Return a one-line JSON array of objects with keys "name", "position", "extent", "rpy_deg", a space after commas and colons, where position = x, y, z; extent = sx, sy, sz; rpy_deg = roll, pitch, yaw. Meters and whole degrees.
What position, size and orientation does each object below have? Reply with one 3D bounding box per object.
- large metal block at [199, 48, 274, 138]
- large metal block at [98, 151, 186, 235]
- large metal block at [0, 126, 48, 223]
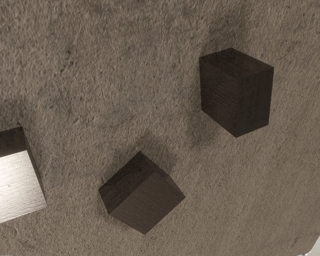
[{"name": "large metal block", "position": [0.094, -0.047, 0.396], "extent": [0.050, 0.080, 0.079], "rpy_deg": [-20, 127, -17]}, {"name": "large metal block", "position": [-0.025, 0.092, 0.436], "extent": [0.080, 0.050, 0.080], "rpy_deg": [-43, 130, 1]}, {"name": "large metal block", "position": [-0.174, 0.054, 0.329], "extent": [0.081, 0.050, 0.079], "rpy_deg": [-17, 126, -19]}]
